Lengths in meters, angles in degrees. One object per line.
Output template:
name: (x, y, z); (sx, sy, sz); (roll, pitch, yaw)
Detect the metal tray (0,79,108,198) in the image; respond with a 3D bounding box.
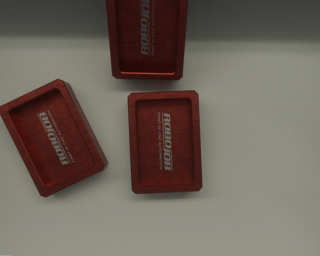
metal tray: (-0.137, 0.013, 0.407); (0.090, 0.030, 0.129); (-26, 90, -1)

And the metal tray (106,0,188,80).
metal tray: (-0.015, -0.122, 0.371); (0.091, 0.030, 0.129); (1, 129, -1)

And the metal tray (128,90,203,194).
metal tray: (0.007, 0.018, 0.408); (0.091, 0.030, 0.129); (-3, 90, -1)
